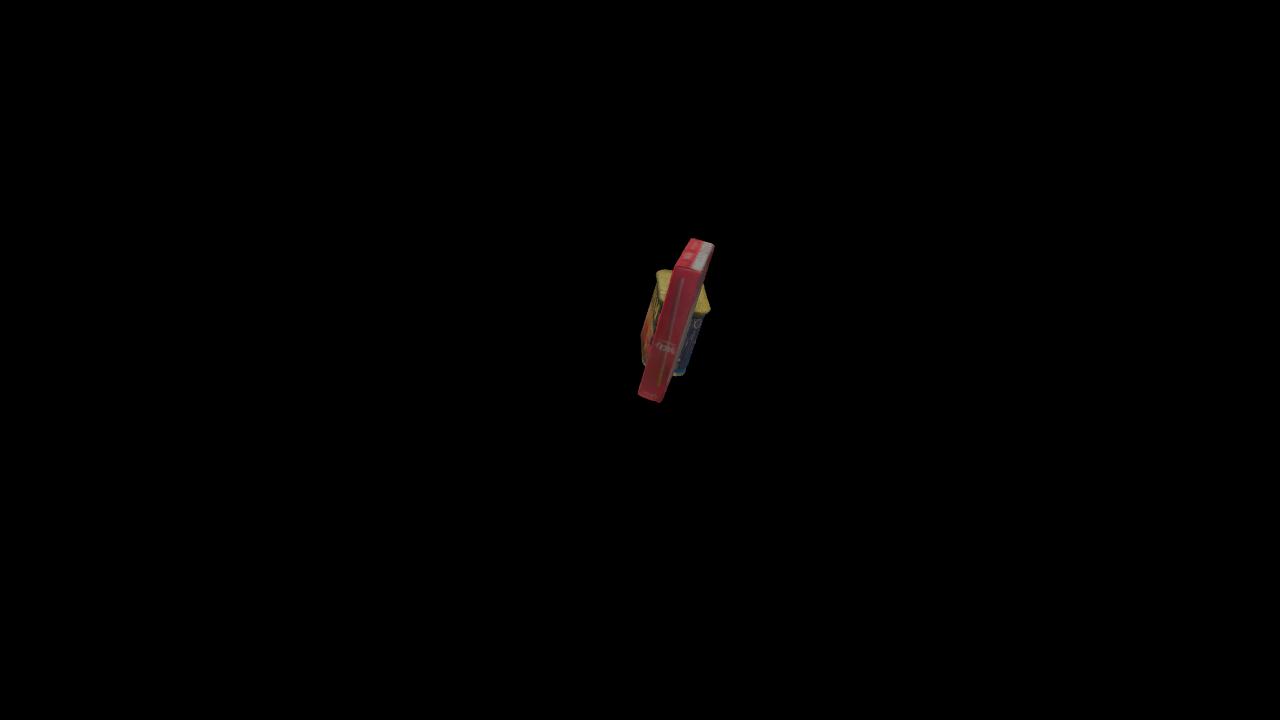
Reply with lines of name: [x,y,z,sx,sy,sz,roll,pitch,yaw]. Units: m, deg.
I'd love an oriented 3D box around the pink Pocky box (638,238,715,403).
pink Pocky box: [0.037,-0.040,0.633,0.029,0.155,0.084,19,32,6]

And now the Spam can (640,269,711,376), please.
Spam can: [0.037,-0.043,0.701,0.058,0.085,0.101,12,29,-8]
